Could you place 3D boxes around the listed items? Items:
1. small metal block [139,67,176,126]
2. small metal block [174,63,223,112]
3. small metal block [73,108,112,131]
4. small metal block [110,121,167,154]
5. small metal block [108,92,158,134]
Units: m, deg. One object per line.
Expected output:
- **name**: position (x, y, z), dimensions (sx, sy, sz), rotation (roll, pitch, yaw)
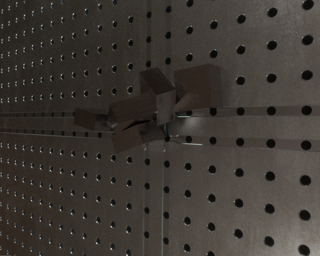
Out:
- **small metal block**: position (-0.003, -0.040, 0.388), dimensions (0.050, 0.025, 0.050), rotation (90, 155, -46)
- **small metal block**: position (0.045, -0.046, 0.371), dimensions (0.050, 0.025, 0.050), rotation (-5, 87, 39)
- **small metal block**: position (-0.093, -0.013, 0.467), dimensions (0.050, 0.050, 0.025), rotation (16, 101, 38)
- **small metal block**: position (-0.028, 0.011, 0.412), dimensions (0.050, 0.050, 0.025), rotation (-22, 85, 37)
- **small metal block**: position (-0.035, -0.018, 0.381), dimensions (0.050, 0.050, 0.025), rotation (131, 119, -71)
